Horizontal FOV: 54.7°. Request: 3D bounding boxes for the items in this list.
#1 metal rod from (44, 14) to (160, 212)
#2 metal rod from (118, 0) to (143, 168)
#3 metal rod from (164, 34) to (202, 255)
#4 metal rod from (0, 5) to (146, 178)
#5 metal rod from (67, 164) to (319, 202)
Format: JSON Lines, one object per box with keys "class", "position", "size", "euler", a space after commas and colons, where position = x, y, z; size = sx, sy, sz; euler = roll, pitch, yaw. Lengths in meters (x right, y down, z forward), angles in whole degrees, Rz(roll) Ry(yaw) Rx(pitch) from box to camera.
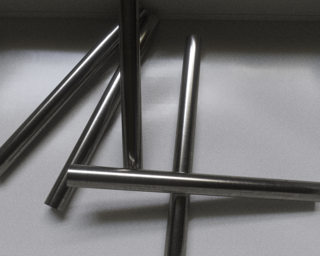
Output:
{"class": "metal rod", "position": [-0.070, -0.034, 0.421], "size": [0.025, 0.025, 0.300], "euler": [22, 71, 7]}
{"class": "metal rod", "position": [-0.036, -0.093, 0.375], "size": [0.025, 0.025, 0.298], "euler": [-1, 96, -1]}
{"class": "metal rod", "position": [0.033, 0.009, 0.406], "size": [0.025, 0.025, 0.299], "euler": [6, 70, 2]}
{"class": "metal rod", "position": [-0.120, -0.060, 0.422], "size": [0.025, 0.025, 0.300], "euler": [35, 77, 12]}
{"class": "metal rod", "position": [0.049, 0.066, 0.361], "size": [0.302, 0.025, 0.025], "euler": [5, 70, -8]}
